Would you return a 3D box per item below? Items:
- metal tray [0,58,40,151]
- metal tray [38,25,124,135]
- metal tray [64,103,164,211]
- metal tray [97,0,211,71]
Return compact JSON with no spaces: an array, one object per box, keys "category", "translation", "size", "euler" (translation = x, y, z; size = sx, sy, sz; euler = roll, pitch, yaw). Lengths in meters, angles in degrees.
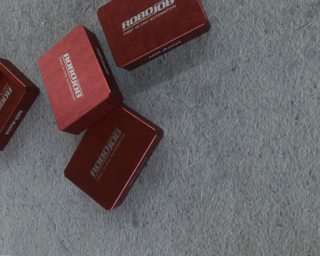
[{"category":"metal tray","translation":[-0.263,-0.037,0.499],"size":[0.090,0.030,0.130],"euler":[40,103,15]},{"category":"metal tray","translation":[-0.114,-0.067,0.429],"size":[0.090,0.030,0.130],"euler":[-33,65,17]},{"category":"metal tray","translation":[-0.066,0.035,0.429],"size":[0.090,0.030,0.129],"euler":[34,101,16]},{"category":"metal tray","translation":[-0.010,-0.144,0.410],"size":[0.130,0.030,0.090],"euler":[-23,82,18]}]
